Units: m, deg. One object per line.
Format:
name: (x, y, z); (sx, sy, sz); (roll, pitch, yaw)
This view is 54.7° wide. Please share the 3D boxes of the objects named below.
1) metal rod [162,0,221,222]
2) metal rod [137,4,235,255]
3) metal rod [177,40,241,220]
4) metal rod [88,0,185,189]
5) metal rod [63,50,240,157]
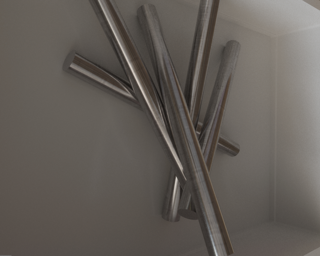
metal rod: (0.040, -0.024, 0.402); (0.025, 0.025, 0.298); (4, 99, -40)
metal rod: (0.022, -0.012, 0.348); (0.025, 0.025, 0.299); (0, 66, -40)
metal rod: (0.075, -0.020, 0.420); (0.025, 0.025, 0.300); (46, 47, -30)
metal rod: (-0.011, -0.031, 0.361); (0.025, 0.025, 0.299); (-36, 107, -34)
metal rod: (0.012, -0.018, 0.416); (0.301, 0.025, 0.025); (26, 74, -37)
